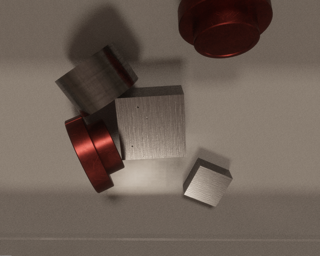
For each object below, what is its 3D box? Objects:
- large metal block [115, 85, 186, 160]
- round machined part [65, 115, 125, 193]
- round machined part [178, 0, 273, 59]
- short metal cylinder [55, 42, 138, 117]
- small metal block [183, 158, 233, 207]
[{"bbox_3d":[-0.010,-0.008,0.395,0.081,0.050,0.079,-3,110,1],"label":"large metal block"},{"bbox_3d":[-0.077,0.027,0.384,0.042,0.098,0.097,-25,110,-11],"label":"round machined part"},{"bbox_3d":[0.069,-0.109,0.331,0.099,0.098,0.042,-2,73,0],"label":"round machined part"},{"bbox_3d":[-0.073,-0.056,0.360,0.080,0.080,0.050,-32,107,10],"label":"short metal cylinder"},{"bbox_3d":[0.067,0.077,0.441,0.050,0.025,0.050,23,108,-9],"label":"small metal block"}]
